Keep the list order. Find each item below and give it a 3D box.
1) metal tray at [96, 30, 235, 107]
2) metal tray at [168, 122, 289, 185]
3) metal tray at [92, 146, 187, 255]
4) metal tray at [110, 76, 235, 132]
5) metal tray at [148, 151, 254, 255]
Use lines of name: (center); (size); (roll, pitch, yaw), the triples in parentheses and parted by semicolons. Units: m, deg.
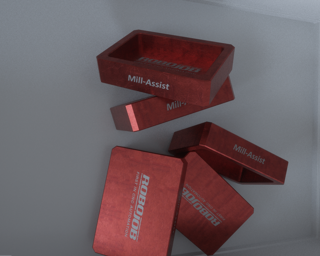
metal tray: (0.008, -0.073, 0.349); (0.090, 0.130, 0.030); (-52, 150, -44)
metal tray: (0.088, 0.038, 0.407); (0.131, 0.090, 0.030); (25, 71, -19)
metal tray: (-0.023, 0.093, 0.376); (0.090, 0.030, 0.129); (10, 86, 14)
metal tray: (0.013, -0.030, 0.381); (0.131, 0.090, 0.030); (-18, 98, -19)
metal tray: (0.052, 0.099, 0.418); (0.090, 0.030, 0.130); (-46, 105, -1)
